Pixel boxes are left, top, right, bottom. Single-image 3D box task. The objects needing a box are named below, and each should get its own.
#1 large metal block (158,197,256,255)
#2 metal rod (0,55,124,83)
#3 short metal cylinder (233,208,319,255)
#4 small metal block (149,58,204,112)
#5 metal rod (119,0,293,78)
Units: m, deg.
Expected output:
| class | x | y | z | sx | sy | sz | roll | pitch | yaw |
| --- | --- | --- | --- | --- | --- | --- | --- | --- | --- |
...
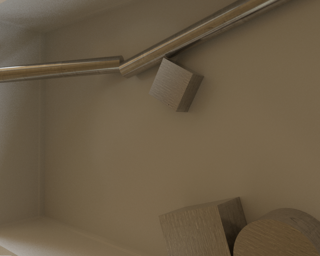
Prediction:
| class | x | y | z | sx | sy | sz | roll | pitch | yaw |
| --- | --- | --- | --- | --- | --- | --- | --- | --- | --- |
| large metal block | 0.053 | 0.127 | 0.345 | 0.080 | 0.050 | 0.080 | -23 | 76 | 37 |
| metal rod | -0.203 | -0.086 | 0.481 | 0.301 | 0.025 | 0.025 | -3 | 88 | 11 |
| short metal cylinder | 0.118 | 0.121 | 0.293 | 0.080 | 0.050 | 0.079 | 0 | 90 | 39 |
| small metal block | 0.020 | -0.054 | 0.389 | 0.050 | 0.025 | 0.050 | 36 | 112 | 33 |
| metal rod | 0.065 | -0.118 | 0.350 | 0.300 | 0.025 | 0.025 | -17 | 79 | 37 |
